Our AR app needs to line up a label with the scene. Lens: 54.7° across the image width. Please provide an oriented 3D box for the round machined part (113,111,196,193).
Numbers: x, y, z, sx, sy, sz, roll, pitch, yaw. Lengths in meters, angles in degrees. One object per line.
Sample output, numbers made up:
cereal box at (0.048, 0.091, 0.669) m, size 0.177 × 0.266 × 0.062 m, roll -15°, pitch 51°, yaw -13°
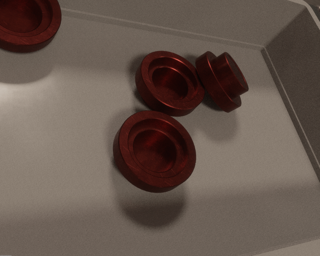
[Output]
round machined part at (-0.009, 0.031, 0.372) m, size 0.099 × 0.042 × 0.098 m, roll 14°, pitch 56°, yaw -21°

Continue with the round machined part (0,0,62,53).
round machined part at (-0.174, -0.136, 0.374) m, size 0.099 × 0.042 × 0.098 m, roll 9°, pitch 73°, yaw -30°

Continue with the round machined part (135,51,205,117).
round machined part at (0.011, -0.057, 0.437) m, size 0.099 × 0.042 × 0.098 m, roll 14°, pitch 56°, yaw -21°

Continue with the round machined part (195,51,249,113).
round machined part at (0.099, -0.076, 0.470) m, size 0.098 × 0.042 × 0.098 m, roll 42°, pitch 31°, yaw -32°
